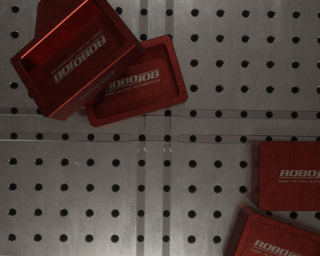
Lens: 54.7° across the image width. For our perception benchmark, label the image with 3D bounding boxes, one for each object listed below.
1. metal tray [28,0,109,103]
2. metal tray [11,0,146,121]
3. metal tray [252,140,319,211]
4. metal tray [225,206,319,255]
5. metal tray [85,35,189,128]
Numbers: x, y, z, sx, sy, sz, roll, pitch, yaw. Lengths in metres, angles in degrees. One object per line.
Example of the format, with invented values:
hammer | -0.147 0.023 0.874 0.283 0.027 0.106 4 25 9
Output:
metal tray | -0.112 -0.097 0.389 0.090 0.030 0.129 2 83 16
metal tray | -0.094 -0.081 0.349 0.130 0.030 0.090 -38 75 8
metal tray | 0.192 0.062 0.414 0.131 0.030 0.089 1 90 -1
metal tray | 0.162 0.170 0.413 0.131 0.030 0.090 19 90 -1
metal tray | -0.038 -0.060 0.410 0.131 0.030 0.090 -16 90 -1
